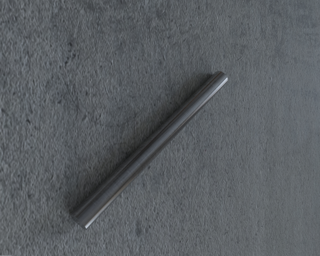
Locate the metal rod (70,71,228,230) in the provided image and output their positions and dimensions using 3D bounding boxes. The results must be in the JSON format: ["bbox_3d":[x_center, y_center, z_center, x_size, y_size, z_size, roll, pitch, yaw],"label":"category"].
[{"bbox_3d":[0.004,0.011,0.412,0.301,0.025,0.025,-44,117,-31],"label":"metal rod"}]
